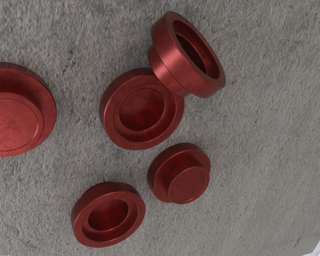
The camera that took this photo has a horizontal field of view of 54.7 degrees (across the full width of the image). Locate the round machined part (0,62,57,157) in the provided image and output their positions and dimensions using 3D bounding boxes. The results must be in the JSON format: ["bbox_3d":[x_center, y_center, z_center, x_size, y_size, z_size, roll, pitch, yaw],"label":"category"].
[{"bbox_3d":[-0.153,-0.011,0.305,0.099,0.042,0.097,-14,124,-21],"label":"round machined part"}]

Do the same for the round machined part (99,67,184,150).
[{"bbox_3d":[-0.024,-0.026,0.366,0.099,0.042,0.097,-14,125,-20],"label":"round machined part"}]

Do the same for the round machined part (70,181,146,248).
[{"bbox_3d":[-0.073,0.113,0.426,0.099,0.042,0.097,-14,124,-21],"label":"round machined part"}]

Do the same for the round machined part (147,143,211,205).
[{"bbox_3d":[0.034,0.074,0.460,0.099,0.042,0.097,-14,124,-21],"label":"round machined part"}]

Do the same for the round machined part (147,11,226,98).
[{"bbox_3d":[0.024,-0.073,0.335,0.042,0.098,0.098,-34,135,30],"label":"round machined part"}]
